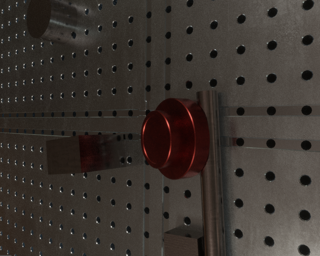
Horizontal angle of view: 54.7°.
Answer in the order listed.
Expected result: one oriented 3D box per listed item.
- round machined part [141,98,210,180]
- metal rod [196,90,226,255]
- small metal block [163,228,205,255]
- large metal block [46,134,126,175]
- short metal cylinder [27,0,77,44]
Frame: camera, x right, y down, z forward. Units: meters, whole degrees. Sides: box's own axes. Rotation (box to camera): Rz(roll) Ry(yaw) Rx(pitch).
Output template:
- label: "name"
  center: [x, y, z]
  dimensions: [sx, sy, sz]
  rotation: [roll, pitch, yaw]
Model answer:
- label: "round machined part"
  center: [0.011, 0.013, 0.369]
  dimensions: [0.098, 0.042, 0.097]
  rotation: [3, 94, 58]
- label: "metal rod"
  center: [0.062, 0.107, 0.357]
  dimensions: [0.025, 0.025, 0.298]
  rotation: [-4, 87, 39]
- label: "small metal block"
  center: [0.033, 0.154, 0.380]
  dimensions: [0.050, 0.025, 0.050]
  rotation: [-5, 87, 39]
- label: "large metal block"
  center: [-0.110, 0.039, 0.462]
  dimensions: [0.080, 0.081, 0.050]
  rotation: [-9, 84, 39]
- label: "short metal cylinder"
  center: [-0.192, -0.194, 0.548]
  dimensions: [0.080, 0.050, 0.079]
  rotation: [0, 90, 39]
